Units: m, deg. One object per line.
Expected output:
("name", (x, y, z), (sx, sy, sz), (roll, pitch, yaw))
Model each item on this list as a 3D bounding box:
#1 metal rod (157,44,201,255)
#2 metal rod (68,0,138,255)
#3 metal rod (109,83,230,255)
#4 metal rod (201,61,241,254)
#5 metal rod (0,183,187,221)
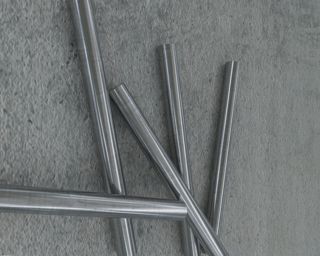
("metal rod", (0.028, 0.037, 0.427), (0.025, 0.025, 0.298), (-13, 98, -39))
("metal rod", (-0.063, 0.005, 0.351), (0.025, 0.025, 0.298), (-16, 100, -39))
("metal rod", (0.022, 0.077, 0.399), (0.025, 0.025, 0.299), (-41, 108, -32))
("metal rod", (0.097, 0.042, 0.485), (0.025, 0.025, 0.299), (14, 81, -39))
("metal rod", (-0.099, 0.072, 0.299), (0.302, 0.025, 0.025), (14, 81, -32))
